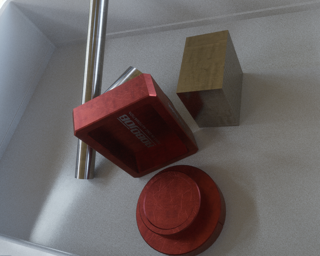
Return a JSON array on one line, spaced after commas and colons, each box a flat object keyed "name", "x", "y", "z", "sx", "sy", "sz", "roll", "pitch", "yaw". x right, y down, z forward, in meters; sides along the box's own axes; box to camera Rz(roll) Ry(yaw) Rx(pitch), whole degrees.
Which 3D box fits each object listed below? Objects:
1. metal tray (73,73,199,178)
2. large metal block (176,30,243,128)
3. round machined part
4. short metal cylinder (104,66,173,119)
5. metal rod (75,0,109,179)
[{"name": "metal tray", "x": -0.021, "y": 0.006, "z": 0.345, "sx": 0.090, "sy": 0.130, "sz": 0.030, "roll": -25, "pitch": 53, "yaw": 12}, {"name": "large metal block", "x": 0.063, "y": -0.055, "z": 0.370, "sx": 0.050, "sy": 0.080, "sz": 0.080, "roll": -3, "pitch": 60, "yaw": 26}, {"name": "round machined part", "x": 0.017, "y": 0.085, "z": 0.333, "sx": 0.098, "sy": 0.042, "sz": 0.098, "roll": -13, "pitch": 56, "yaw": 20}, {"name": "short metal cylinder", "x": -0.028, "y": -0.034, "z": 0.405, "sx": 0.050, "sy": 0.080, "sz": 0.080, "roll": -47, "pitch": 52, "yaw": -5}, {"name": "metal rod", "x": -0.091, "y": -0.081, "z": 0.425, "sx": 0.025, "sy": 0.025, "sz": 0.298, "roll": 3, "pitch": 87, "yaw": 29}]
